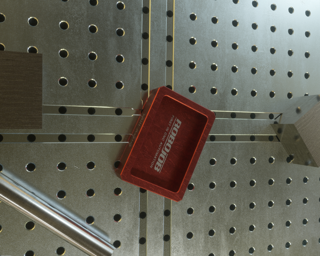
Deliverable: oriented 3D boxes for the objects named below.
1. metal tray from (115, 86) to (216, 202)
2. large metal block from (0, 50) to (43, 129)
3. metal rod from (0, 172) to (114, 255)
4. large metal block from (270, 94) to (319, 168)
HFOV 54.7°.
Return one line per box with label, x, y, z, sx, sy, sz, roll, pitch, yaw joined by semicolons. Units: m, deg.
metal tray;0.009;0.021;0.413;0.090;0.030;0.130;26;81;-18
large metal block;-0.171;-0.039;0.336;0.081;0.050;0.080;0;90;-20
metal rod;-0.177;0.066;0.347;0.301;0.025;0.025;40;78;-16
large metal block;0.236;0.003;0.486;0.080;0.050;0.080;-37;102;-16
